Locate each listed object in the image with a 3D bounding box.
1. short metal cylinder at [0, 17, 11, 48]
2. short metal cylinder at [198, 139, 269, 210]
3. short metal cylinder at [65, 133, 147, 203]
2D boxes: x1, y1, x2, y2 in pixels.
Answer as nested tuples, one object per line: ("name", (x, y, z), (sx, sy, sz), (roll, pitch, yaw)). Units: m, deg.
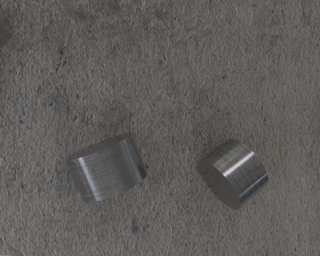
("short metal cylinder", (-0.200, -0.099, 0.306), (0.080, 0.080, 0.050), (-31, 100, -17))
("short metal cylinder", (0.096, 0.061, 0.415), (0.050, 0.080, 0.080), (-35, 102, -17))
("short metal cylinder", (-0.061, 0.044, 0.357), (0.081, 0.080, 0.050), (-23, 98, -18))
